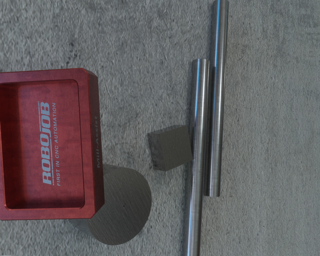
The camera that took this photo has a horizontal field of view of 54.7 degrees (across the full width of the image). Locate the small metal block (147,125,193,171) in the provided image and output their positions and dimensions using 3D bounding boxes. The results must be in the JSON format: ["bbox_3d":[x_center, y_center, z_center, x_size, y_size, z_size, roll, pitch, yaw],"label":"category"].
[{"bbox_3d":[0.014,0.026,0.417,0.050,0.025,0.050,-17,101,-39],"label":"small metal block"}]

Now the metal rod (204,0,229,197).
[{"bbox_3d":[0.087,-0.047,0.477,0.025,0.025,0.298,5,87,-40],"label":"metal rod"}]

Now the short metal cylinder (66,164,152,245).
[{"bbox_3d":[-0.056,0.081,0.342,0.081,0.050,0.079,0,90,-40],"label":"short metal cylinder"}]

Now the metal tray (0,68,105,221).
[{"bbox_3d":[-0.101,0.015,0.280,0.091,0.030,0.129,-2,92,4],"label":"metal tray"}]

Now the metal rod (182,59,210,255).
[{"bbox_3d":[0.052,0.050,0.448,0.025,0.025,0.298,5,87,-40],"label":"metal rod"}]
